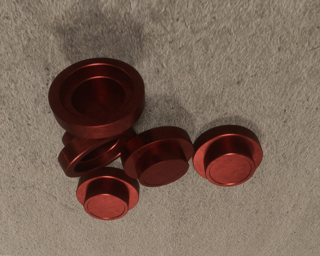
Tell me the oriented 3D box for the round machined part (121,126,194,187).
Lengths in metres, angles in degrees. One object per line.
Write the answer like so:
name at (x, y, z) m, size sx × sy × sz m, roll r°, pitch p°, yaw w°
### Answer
round machined part at (0.000, 0.044, 0.413) m, size 0.099 × 0.042 × 0.097 m, roll -14°, pitch 145°, yaw -10°

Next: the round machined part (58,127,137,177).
round machined part at (-0.082, 0.017, 0.387) m, size 0.098 × 0.042 × 0.098 m, roll -31°, pitch 164°, yaw -10°

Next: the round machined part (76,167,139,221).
round machined part at (-0.082, 0.109, 0.488) m, size 0.099 × 0.042 × 0.097 m, roll -1°, pitch 130°, yaw 0°

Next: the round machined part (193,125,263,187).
round machined part at (0.096, 0.046, 0.437) m, size 0.099 × 0.042 × 0.097 m, roll -1°, pitch 130°, yaw 0°

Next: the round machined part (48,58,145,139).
round machined part at (-0.065, -0.028, 0.337) m, size 0.099 × 0.098 × 0.042 m, roll 0°, pitch 144°, yaw -1°
